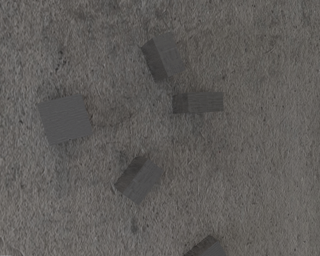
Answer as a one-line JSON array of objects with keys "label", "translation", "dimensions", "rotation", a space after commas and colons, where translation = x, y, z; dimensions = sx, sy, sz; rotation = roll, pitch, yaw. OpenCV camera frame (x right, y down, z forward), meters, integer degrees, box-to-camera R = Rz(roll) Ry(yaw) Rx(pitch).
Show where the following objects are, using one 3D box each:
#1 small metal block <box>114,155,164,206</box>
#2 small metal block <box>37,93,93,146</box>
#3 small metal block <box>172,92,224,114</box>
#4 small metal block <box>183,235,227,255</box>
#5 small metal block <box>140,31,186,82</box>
[{"label": "small metal block", "translation": [-0.028, 0.063, 0.385], "dimensions": [0.025, 0.050, 0.050], "rotation": [40, 77, -16]}, {"label": "small metal block", "translation": [-0.113, -0.010, 0.367], "dimensions": [0.050, 0.025, 0.050], "rotation": [-17, 96, -19]}, {"label": "small metal block", "translation": [0.049, -0.033, 0.414], "dimensions": [0.050, 0.050, 0.025], "rotation": [-3, 91, -20]}, {"label": "small metal block", "translation": [0.068, 0.189, 0.434], "dimensions": [0.050, 0.025, 0.050], "rotation": [-32, 101, -17]}, {"label": "small metal block", "translation": [0.003, -0.089, 0.396], "dimensions": [0.025, 0.050, 0.050], "rotation": [-25, 99, -18]}]
